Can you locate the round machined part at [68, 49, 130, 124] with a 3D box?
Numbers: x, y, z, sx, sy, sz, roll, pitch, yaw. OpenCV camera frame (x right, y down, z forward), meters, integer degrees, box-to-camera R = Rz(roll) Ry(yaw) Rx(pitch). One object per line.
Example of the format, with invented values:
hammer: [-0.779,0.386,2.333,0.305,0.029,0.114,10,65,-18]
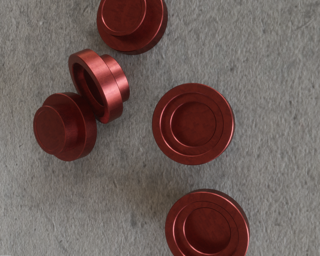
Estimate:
round machined part: [-0.076,-0.058,0.407,0.042,0.098,0.098,-31,77,-26]

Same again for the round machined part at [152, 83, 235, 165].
round machined part: [0.043,-0.005,0.384,0.098,0.042,0.097,0,90,19]

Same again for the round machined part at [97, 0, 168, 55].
round machined part: [-0.042,-0.151,0.414,0.098,0.042,0.097,0,90,19]

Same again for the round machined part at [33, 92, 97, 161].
round machined part: [-0.139,0.000,0.433,0.098,0.042,0.097,8,104,32]

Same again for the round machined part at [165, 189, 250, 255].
round machined part: [0.059,0.123,0.379,0.098,0.042,0.097,0,90,19]
